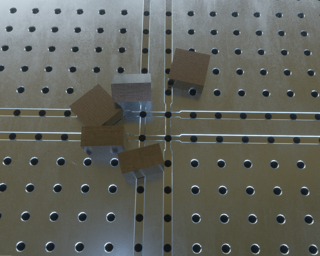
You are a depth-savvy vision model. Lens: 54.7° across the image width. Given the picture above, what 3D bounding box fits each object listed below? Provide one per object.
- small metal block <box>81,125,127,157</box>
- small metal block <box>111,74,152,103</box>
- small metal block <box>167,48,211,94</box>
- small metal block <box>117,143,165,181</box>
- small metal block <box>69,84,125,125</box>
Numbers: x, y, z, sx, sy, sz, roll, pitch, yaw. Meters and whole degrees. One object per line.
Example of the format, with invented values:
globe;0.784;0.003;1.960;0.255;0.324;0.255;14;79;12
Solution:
small metal block;-0.069;0.017;0.391;0.050;0.050;0.025;-1;71;-1
small metal block;-0.037;-0.055;0.416;0.050;0.050;0.025;-2;113;-2
small metal block;0.041;-0.082;0.442;0.050;0.025;0.050;13;70;4
small metal block;-0.022;0.043;0.382;0.050;0.050;0.025;-14;71;-5
small metal block;-0.084;-0.023;0.418;0.050;0.025;0.050;-41;75;-13
